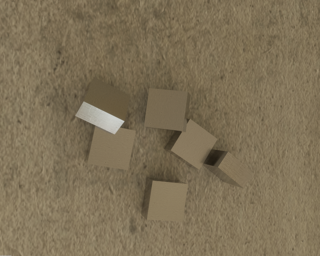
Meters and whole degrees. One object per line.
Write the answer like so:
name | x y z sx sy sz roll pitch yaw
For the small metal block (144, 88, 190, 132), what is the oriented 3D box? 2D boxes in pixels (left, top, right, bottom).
small metal block | 0.010 -0.023 0.401 0.050 0.025 0.050 7 87 13

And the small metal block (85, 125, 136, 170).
small metal block | -0.062 0.023 0.387 0.050 0.025 0.050 12 86 -20

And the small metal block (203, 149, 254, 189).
small metal block | 0.092 0.056 0.431 0.050 0.050 0.025 39 78 -16

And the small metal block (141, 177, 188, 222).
small metal block | 0.006 0.095 0.413 0.050 0.025 0.050 9 87 -20

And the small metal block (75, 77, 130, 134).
small metal block | -0.067 -0.027 0.370 0.050 0.025 0.050 27 38 -18

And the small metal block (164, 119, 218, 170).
small metal block | 0.042 0.022 0.426 0.050 0.025 0.050 35 78 -17
